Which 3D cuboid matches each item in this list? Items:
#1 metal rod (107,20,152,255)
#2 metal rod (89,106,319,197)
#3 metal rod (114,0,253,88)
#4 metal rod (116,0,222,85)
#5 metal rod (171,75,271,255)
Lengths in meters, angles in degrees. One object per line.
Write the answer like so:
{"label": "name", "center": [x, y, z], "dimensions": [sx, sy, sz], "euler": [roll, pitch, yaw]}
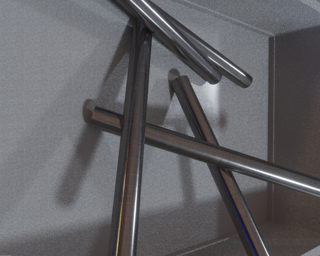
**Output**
{"label": "metal rod", "center": [-0.028, 0.004, 0.325], "dimensions": [0.025, 0.025, 0.299], "euler": [25, 56, -38]}
{"label": "metal rod", "center": [0.065, 0.032, 0.375], "dimensions": [0.302, 0.025, 0.025], "euler": [18, 77, -10]}
{"label": "metal rod", "center": [0.039, -0.126, 0.441], "dimensions": [0.302, 0.025, 0.025], "euler": [23, 76, -38]}
{"label": "metal rod", "center": [-0.004, -0.126, 0.369], "dimensions": [0.301, 0.025, 0.025], "euler": [28, 72, -48]}
{"label": "metal rod", "center": [0.083, 0.066, 0.396], "dimensions": [0.025, 0.025, 0.299], "euler": [-10, 70, -40]}
